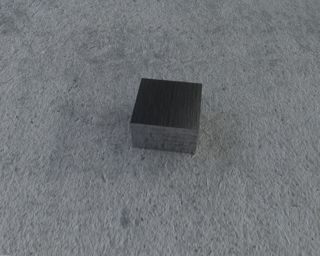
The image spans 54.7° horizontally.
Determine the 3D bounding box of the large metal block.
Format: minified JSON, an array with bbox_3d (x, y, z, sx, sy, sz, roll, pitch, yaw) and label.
[{"bbox_3d":[0.010,-0.016,0.402,0.080,0.050,0.080,6,50,4],"label":"large metal block"}]
